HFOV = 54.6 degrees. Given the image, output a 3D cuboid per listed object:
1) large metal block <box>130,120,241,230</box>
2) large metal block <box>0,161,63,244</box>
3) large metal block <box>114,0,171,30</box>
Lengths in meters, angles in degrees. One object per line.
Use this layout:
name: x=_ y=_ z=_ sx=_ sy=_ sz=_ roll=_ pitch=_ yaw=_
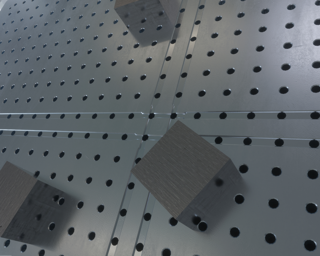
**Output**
large metal block: x=0.028 y=0.051 z=0.347 sx=0.080 sy=0.050 sz=0.080 roll=-47 pitch=51 yaw=-5
large metal block: x=-0.199 y=0.103 z=0.435 sx=0.080 sy=0.050 sz=0.080 roll=18 pitch=71 yaw=35
large metal block: x=-0.028 y=-0.231 z=0.550 sx=0.080 sy=0.050 sz=0.080 roll=-8 pitch=58 yaw=24
